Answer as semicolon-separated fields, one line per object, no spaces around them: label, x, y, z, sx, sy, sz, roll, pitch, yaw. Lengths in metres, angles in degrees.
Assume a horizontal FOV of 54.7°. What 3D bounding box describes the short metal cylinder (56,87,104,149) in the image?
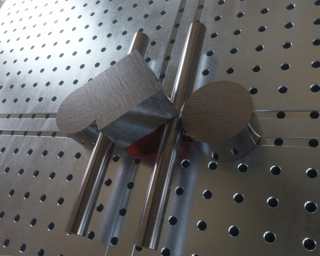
short metal cylinder;-0.104;-0.016;0.456;0.080;0.050;0.080;-13;56;21

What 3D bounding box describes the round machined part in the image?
round machined part;-0.016;-0.007;0.411;0.098;0.042;0.098;-13;56;21

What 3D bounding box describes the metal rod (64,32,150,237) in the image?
metal rod;-0.063;-0.009;0.420;0.025;0.025;0.300;1;62;28

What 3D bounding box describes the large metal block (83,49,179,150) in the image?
large metal block;-0.036;-0.035;0.372;0.080;0.050;0.080;-33;51;6

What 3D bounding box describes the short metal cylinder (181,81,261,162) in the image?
short metal cylinder;0.071;-0.008;0.359;0.080;0.050;0.080;-13;56;21

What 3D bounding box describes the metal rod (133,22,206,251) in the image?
metal rod;0.019;-0.010;0.377;0.025;0.025;0.300;0;62;28
